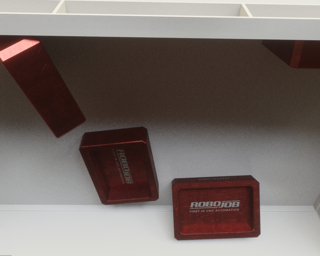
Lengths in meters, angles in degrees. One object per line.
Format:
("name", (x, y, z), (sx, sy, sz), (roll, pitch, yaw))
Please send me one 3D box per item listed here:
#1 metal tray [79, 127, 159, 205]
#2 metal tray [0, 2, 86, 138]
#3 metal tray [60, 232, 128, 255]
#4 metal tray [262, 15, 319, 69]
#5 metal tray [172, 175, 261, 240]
("metal tray", (-0.055, 0.060, 0.455), (0.091, 0.030, 0.129), (-6, 130, 4))
("metal tray", (-0.124, -0.057, 0.288), (0.030, 0.130, 0.090), (-35, 136, -16))
("metal tray", (-0.138, 0.267, 0.633), (0.090, 0.030, 0.129), (33, 123, -25))
("metal tray", (0.176, -0.084, 0.295), (0.131, 0.090, 0.030), (1, 119, -1))
("metal tray", (0.086, 0.123, 0.481), (0.131, 0.030, 0.089), (-3, 95, 1))
